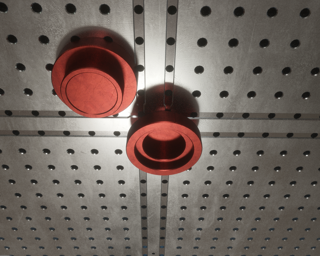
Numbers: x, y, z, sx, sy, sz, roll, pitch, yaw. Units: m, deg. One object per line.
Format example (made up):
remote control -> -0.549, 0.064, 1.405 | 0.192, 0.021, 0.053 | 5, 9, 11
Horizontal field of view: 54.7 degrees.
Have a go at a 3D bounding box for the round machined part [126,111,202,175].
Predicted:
round machined part -> 0.005, 0.016, 0.414 | 0.099, 0.042, 0.097 | -1, 130, 0

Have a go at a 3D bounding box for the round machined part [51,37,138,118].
round machined part -> -0.075, -0.050, 0.357 | 0.099, 0.042, 0.097 | -1, 130, 0
